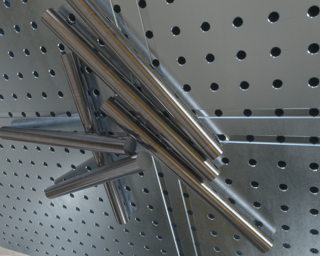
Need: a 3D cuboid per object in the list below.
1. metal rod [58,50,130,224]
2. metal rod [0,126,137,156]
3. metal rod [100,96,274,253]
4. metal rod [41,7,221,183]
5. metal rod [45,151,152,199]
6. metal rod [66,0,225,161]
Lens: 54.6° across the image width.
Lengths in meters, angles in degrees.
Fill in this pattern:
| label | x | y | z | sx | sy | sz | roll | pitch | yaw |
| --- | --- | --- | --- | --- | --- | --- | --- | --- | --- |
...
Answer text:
| label | x | y | z | sx | sy | sz | roll | pitch | yaw |
| --- | --- | --- | --- | --- | --- | --- | --- | --- | --- |
| metal rod | -0.094 | 0.029 | 0.479 | 0.025 | 0.025 | 0.298 | 2 | 119 | 27 |
| metal rod | -0.161 | 0.016 | 0.483 | 0.300 | 0.025 | 0.025 | 3 | 120 | 35 |
| metal rod | 0.037 | 0.065 | 0.432 | 0.300 | 0.025 | 0.025 | 42 | 129 | -1 |
| metal rod | -0.036 | -0.041 | 0.405 | 0.300 | 0.025 | 0.025 | 44 | 129 | -3 |
| metal rod | -0.115 | 0.083 | 0.495 | 0.299 | 0.025 | 0.025 | -24 | 106 | 46 |
| metal rod | -0.028 | -0.077 | 0.378 | 0.300 | 0.025 | 0.025 | 48 | 129 | -6 |
